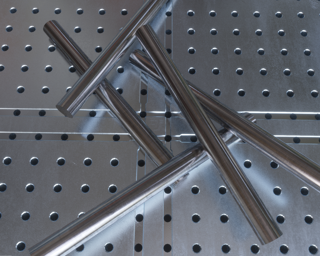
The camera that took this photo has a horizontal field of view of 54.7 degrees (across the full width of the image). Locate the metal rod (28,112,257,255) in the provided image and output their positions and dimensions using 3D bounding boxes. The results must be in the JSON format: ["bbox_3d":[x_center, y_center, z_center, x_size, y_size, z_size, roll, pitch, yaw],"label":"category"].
[{"bbox_3d":[0.001,0.058,0.357,0.302,0.025,0.025,-30,73,-24],"label":"metal rod"}]

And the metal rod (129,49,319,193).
[{"bbox_3d":[0.074,-0.020,0.390,0.300,0.025,0.025,37,74,24],"label":"metal rod"}]

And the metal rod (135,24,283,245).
[{"bbox_3d":[0.047,-0.007,0.371,0.025,0.025,0.299,-26,71,-9],"label":"metal rod"}]

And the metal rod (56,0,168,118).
[{"bbox_3d":[-0.043,-0.135,0.442,0.025,0.025,0.300,29,66,9],"label":"metal rod"}]

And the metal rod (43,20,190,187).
[{"bbox_3d":[-0.068,-0.043,0.426,0.025,0.025,0.300,-38,75,-13],"label":"metal rod"}]
